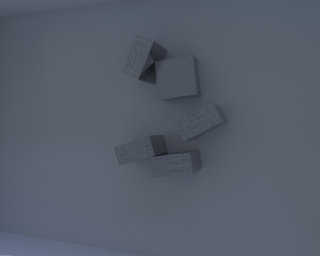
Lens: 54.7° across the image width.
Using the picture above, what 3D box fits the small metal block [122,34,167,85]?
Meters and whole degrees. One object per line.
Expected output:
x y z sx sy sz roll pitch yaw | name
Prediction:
-0.019 -0.087 0.403 0.025 0.050 0.050 25 98 18 | small metal block

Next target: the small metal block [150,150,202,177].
0.021 0.044 0.389 0.050 0.050 0.025 -8 88 19 | small metal block

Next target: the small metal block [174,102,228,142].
0.052 -0.007 0.379 0.050 0.050 0.025 -29 81 17 | small metal block

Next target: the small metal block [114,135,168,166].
-0.024 0.028 0.405 0.050 0.050 0.025 -18 84 19 | small metal block

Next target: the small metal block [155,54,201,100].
0.024 -0.064 0.402 0.050 0.025 0.050 -7 88 19 | small metal block
